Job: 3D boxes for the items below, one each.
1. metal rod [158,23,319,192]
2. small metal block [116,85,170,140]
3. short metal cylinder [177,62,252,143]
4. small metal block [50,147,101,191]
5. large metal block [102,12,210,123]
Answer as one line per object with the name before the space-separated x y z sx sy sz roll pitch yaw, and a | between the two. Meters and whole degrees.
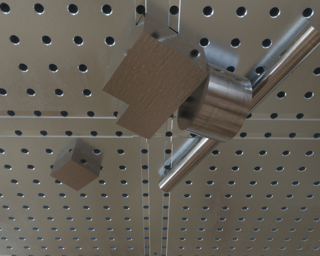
metal rod | 0.087 -0.006 0.407 0.025 0.025 0.298 25 126 -20
small metal block | -0.021 -0.019 0.395 0.050 0.025 0.050 27 125 -22
short metal cylinder | 0.059 -0.028 0.352 0.050 0.080 0.079 18 128 -14
small metal block | -0.126 0.063 0.464 0.050 0.025 0.050 -35 122 26
large metal block | -0.005 -0.064 0.341 0.080 0.050 0.080 28 125 -22
